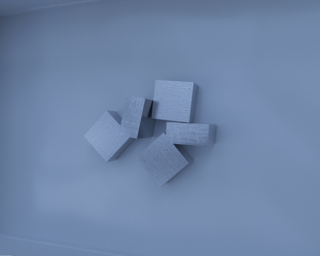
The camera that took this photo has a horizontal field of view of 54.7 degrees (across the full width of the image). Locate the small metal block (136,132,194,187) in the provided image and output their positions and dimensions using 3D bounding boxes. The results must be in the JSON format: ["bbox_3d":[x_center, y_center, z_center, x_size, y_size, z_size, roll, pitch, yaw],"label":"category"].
[{"bbox_3d":[0.007,0.041,0.405,0.050,0.025,0.050,-42,77,15],"label":"small metal block"}]

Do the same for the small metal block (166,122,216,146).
[{"bbox_3d":[0.039,0.007,0.380,0.050,0.050,0.025,3,91,19],"label":"small metal block"}]

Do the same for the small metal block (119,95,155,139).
[{"bbox_3d":[-0.026,-0.014,0.403,0.025,0.050,0.050,13,95,19],"label":"small metal block"}]

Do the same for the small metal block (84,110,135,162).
[{"bbox_3d":[-0.068,0.011,0.431,0.050,0.025,0.050,-46,76,14],"label":"small metal block"}]

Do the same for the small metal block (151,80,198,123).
[{"bbox_3d":[0.019,-0.034,0.401,0.050,0.025,0.050,7,92,19],"label":"small metal block"}]
